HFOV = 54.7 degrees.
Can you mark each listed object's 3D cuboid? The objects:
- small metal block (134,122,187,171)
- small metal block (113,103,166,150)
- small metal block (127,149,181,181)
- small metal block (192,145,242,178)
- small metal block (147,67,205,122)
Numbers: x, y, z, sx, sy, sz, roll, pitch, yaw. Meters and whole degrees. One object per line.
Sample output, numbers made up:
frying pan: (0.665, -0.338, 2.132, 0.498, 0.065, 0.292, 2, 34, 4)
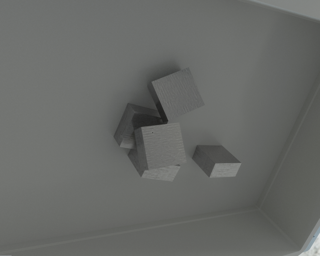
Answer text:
small metal block: (0.000, 0.022, 0.375, 0.050, 0.025, 0.050, -7, 83, -25)
small metal block: (-0.024, 0.000, 0.397, 0.050, 0.025, 0.050, 13, 112, -34)
small metal block: (-0.009, 0.044, 0.417, 0.050, 0.050, 0.025, 14, 111, -34)
small metal block: (0.086, 0.050, 0.473, 0.050, 0.050, 0.025, 3, 117, -30)
small metal block: (0.019, -0.040, 0.380, 0.050, 0.025, 0.050, -24, 92, -14)
